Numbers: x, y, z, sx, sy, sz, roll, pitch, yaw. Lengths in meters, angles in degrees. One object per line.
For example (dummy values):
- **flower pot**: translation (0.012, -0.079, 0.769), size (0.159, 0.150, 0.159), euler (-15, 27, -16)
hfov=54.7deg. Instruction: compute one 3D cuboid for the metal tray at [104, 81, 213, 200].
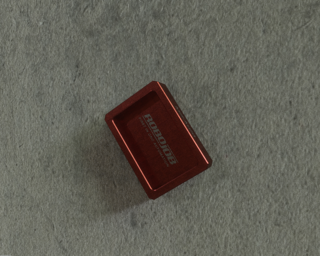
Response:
- **metal tray**: translation (-0.004, 0.015, 0.406), size (0.090, 0.030, 0.130), euler (-34, 79, 16)
